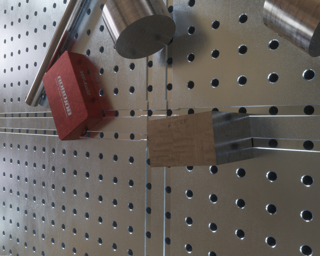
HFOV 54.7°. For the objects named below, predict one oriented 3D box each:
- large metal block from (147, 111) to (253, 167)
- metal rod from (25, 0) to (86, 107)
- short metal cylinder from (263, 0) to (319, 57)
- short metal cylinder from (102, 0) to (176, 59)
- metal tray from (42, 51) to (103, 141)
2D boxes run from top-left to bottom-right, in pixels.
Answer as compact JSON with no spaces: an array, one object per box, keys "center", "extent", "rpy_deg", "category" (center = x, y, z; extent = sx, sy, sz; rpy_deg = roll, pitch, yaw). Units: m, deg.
[{"center":[0.044,0.013,0.337],"extent":[0.080,0.081,0.050],"rpy_deg":[-8,85,40],"category":"large metal block"},{"center":[-0.180,-0.160,0.558],"extent":[0.025,0.025,0.298],"rpy_deg":[50,119,28],"category":"metal rod"},{"center":[0.135,-0.108,0.262],"extent":[0.050,0.081,0.080],"rpy_deg":[48,119,29],"category":"short metal cylinder"},{"center":[-0.027,-0.133,0.396],"extent":[0.080,0.081,0.050],"rpy_deg":[-37,67,34],"category":"short metal cylinder"},{"center":[-0.153,-0.054,0.533],"extent":[0.090,0.030,0.130],"rpy_deg":[-34,69,35],"category":"metal tray"}]
